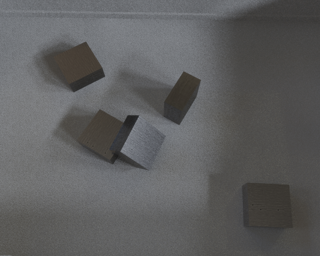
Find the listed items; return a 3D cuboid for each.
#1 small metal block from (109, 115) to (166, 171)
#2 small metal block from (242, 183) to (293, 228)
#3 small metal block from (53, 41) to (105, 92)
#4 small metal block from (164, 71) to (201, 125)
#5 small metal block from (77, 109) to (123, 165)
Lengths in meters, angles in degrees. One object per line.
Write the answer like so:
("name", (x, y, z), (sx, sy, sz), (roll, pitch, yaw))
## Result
("small metal block", (-0.027, 0.018, 0.388), (0.050, 0.025, 0.050), (39, 68, -34))
("small metal block", (0.129, 0.095, 0.377), (0.050, 0.025, 0.050), (3, 70, 0))
("small metal block", (-0.114, -0.087, 0.440), (0.050, 0.025, 0.050), (-29, 73, -11))
("small metal block", (0.029, -0.038, 0.411), (0.025, 0.050, 0.050), (29, 72, 9))
("small metal block", (-0.070, 0.012, 0.405), (0.050, 0.025, 0.050), (30, 72, 10))
